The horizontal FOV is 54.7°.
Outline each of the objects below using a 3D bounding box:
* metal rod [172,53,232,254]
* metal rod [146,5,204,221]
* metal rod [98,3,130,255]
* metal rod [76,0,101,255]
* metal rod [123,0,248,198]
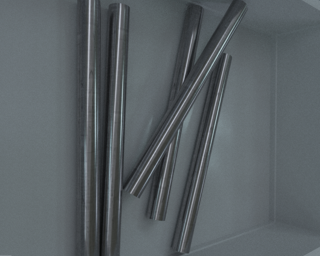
[{"bbox_3d":[0.065,0.029,0.460,0.025,0.025,0.299,24,75,-38],"label":"metal rod"},{"bbox_3d":[0.023,-0.027,0.425,0.025,0.025,0.299,19,78,-39],"label":"metal rod"},{"bbox_3d":[-0.053,0.007,0.361,0.025,0.025,0.298,4,88,-40],"label":"metal rod"},{"bbox_3d":[-0.079,0.010,0.340,0.025,0.025,0.298,0,90,-40],"label":"metal rod"},{"bbox_3d":[0.039,-0.047,0.404,0.025,0.025,0.300,40,74,-33],"label":"metal rod"}]
